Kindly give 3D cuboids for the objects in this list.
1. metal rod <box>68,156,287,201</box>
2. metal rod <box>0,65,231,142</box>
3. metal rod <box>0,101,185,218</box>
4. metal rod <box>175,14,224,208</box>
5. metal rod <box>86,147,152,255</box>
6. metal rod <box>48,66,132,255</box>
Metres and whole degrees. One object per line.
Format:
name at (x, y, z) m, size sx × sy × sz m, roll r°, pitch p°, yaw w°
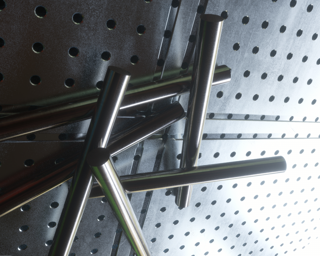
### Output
metal rod at (0.031, 0.067, 0.427) m, size 0.302 × 0.025 × 0.025 m, roll -6°, pitch 122°, yaw -11°
metal rod at (-0.050, -0.032, 0.363) m, size 0.302 × 0.025 × 0.025 m, roll -16°, pitch 125°, yaw -19°
metal rod at (-0.103, 0.045, 0.382) m, size 0.301 × 0.025 × 0.025 m, roll -28°, pitch 128°, yaw -11°
metal rod at (0.045, 0.003, 0.412) m, size 0.025 × 0.025 × 0.298 m, roll -13°, pitch 132°, yaw -21°
metal rod at (-0.044, 0.130, 0.431) m, size 0.025 × 0.025 × 0.299 m, roll -25°, pitch 139°, yaw -13°
metal rod at (-0.094, 0.071, 0.369) m, size 0.025 × 0.025 × 0.298 m, roll 9°, pitch 114°, yaw -32°
